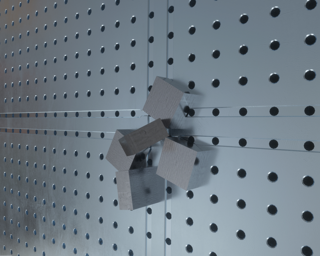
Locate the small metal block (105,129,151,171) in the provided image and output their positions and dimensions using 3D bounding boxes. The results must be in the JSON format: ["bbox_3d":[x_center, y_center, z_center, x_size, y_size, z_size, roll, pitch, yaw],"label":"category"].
[{"bbox_3d":[-0.047,0.036,0.450,0.050,0.025,0.050,37,113,34],"label":"small metal block"}]

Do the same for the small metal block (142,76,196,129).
[{"bbox_3d":[0.011,-0.033,0.402,0.050,0.025,0.050,37,113,34],"label":"small metal block"}]

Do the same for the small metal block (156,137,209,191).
[{"bbox_3d":[0.027,0.043,0.388,0.050,0.025,0.050,23,105,37],"label":"small metal block"}]

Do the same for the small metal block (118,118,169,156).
[{"bbox_3d":[-0.022,0.013,0.396,0.025,0.050,0.050,63,163,-1],"label":"small metal block"}]

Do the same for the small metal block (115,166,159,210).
[{"bbox_3d":[-0.030,0.080,0.419,0.025,0.050,0.050,-12,82,39],"label":"small metal block"}]
